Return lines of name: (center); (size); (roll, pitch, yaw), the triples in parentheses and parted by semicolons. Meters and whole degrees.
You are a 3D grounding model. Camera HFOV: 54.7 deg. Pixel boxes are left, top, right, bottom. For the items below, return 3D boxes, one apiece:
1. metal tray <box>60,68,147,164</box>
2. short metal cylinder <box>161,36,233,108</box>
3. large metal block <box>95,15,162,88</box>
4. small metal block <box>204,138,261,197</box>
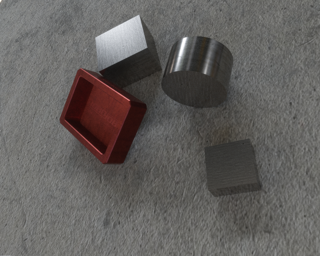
metal tray: (-0.084, -0.019, 0.431); (0.130, 0.030, 0.089); (34, 106, 38)
short metal cylinder: (0.047, -0.067, 0.384); (0.080, 0.080, 0.050); (2, 63, 28)
large metal block: (-0.050, -0.117, 0.484); (0.080, 0.050, 0.080); (-23, 53, 14)
small metal block: (0.078, 0.044, 0.336); (0.050, 0.025, 0.050); (-13, 56, 20)
